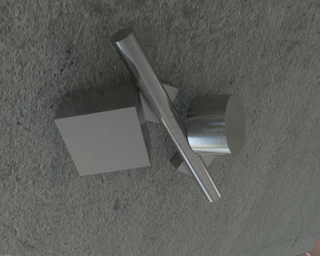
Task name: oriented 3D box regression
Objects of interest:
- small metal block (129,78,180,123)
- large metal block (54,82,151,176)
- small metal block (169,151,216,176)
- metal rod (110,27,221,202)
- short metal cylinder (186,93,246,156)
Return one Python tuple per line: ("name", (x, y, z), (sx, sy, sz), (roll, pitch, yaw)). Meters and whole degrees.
("small metal block", (-0.012, -0.037, 0.381), (0.050, 0.025, 0.050), (13, 112, -34))
("large metal block", (-0.058, 0.002, 0.342), (0.080, 0.050, 0.080), (-9, 127, 4))
("small metal block", (0.051, 0.043, 0.465), (0.050, 0.025, 0.050), (27, 103, -38))
("metal rod", (0.023, 0.008, 0.396), (0.025, 0.025, 0.299), (-36, 130, -5))
("short metal cylinder", (0.076, -0.004, 0.407), (0.080, 0.050, 0.079), (2, 87, -58))
